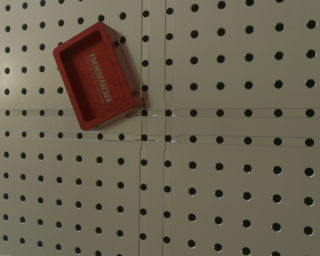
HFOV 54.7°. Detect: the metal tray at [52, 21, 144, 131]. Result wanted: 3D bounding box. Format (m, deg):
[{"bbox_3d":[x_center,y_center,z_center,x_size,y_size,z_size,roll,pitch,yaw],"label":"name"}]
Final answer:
[{"bbox_3d":[-0.089,-0.071,0.439,0.090,0.030,0.129,-25,82,18],"label":"metal tray"}]
